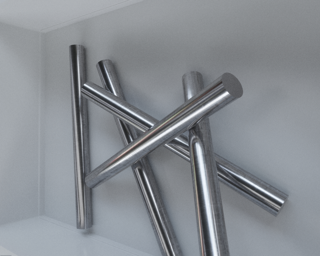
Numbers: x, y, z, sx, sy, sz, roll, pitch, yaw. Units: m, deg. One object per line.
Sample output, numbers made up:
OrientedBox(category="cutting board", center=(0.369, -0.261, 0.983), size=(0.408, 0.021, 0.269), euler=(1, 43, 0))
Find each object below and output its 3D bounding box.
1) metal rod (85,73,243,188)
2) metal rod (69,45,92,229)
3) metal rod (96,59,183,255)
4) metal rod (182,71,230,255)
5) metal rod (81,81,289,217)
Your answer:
OrientedBox(category="metal rod", center=(-0.021, 0.022, 0.374), size=(0.299, 0.025, 0.025), euler=(-35, 68, 47))
OrientedBox(category="metal rod", center=(-0.131, 0.013, 0.512), size=(0.025, 0.025, 0.298), euler=(-5, 87, 39))
OrientedBox(category="metal rod", center=(-0.034, 0.035, 0.432), size=(0.025, 0.025, 0.299), euler=(-33, 70, 35))
OrientedBox(category="metal rod", center=(0.044, 0.063, 0.291), size=(0.025, 0.025, 0.300), euler=(-31, 46, 35))
OrientedBox(category="metal rod", center=(0.008, 0.011, 0.379), size=(0.300, 0.025, 0.025), euler=(31, 109, 29))
